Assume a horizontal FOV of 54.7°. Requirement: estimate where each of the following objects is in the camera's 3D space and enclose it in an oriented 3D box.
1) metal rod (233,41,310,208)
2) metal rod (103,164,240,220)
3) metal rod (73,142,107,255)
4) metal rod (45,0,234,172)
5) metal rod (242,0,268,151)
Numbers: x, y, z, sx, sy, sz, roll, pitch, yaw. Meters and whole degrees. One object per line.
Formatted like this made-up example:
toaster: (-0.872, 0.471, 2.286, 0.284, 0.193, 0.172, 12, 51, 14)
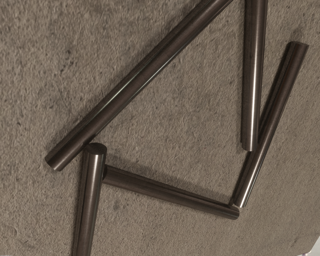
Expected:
metal rod: (0.175, 0.009, 0.510, 0.025, 0.025, 0.298, -3, 120, -27)
metal rod: (0.032, 0.110, 0.494, 0.301, 0.025, 0.025, 26, 104, -38)
metal rod: (-0.105, 0.150, 0.431, 0.025, 0.025, 0.298, -3, 123, -28)
metal rod: (-0.019, -0.063, 0.358, 0.300, 0.025, 0.025, -44, 130, 2)
metal rod: (0.128, -0.091, 0.422, 0.025, 0.025, 0.298, -21, 127, -17)
